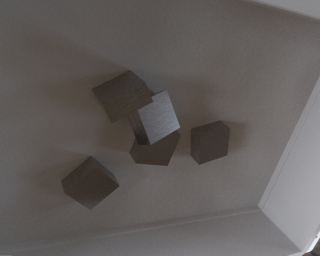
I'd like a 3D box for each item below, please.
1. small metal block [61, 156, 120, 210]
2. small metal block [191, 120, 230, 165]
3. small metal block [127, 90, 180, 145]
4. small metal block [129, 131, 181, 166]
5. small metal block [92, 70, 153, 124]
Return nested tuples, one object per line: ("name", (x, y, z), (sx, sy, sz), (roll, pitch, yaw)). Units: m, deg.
("small metal block", (-0.090, 0.072, 0.404), (0.050, 0.025, 0.050), (-40, 130, -1))
("small metal block", (0.074, 0.021, 0.462), (0.050, 0.025, 0.050), (-16, 125, -20))
("small metal block", (-0.009, -0.013, 0.374), (0.050, 0.025, 0.050), (-30, 106, -36))
("small metal block", (-0.007, 0.022, 0.419), (0.050, 0.025, 0.050), (9, 114, -32))
("small metal block", (-0.043, -0.036, 0.345), (0.050, 0.050, 0.025), (-29, 123, -10))
